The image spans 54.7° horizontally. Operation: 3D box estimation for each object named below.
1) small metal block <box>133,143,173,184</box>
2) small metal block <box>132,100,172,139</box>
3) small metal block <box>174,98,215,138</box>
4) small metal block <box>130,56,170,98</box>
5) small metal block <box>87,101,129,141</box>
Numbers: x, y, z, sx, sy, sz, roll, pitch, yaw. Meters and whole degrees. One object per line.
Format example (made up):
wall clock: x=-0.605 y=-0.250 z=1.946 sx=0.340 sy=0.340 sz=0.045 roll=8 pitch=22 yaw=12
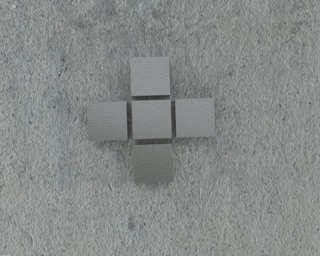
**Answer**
small metal block: x=-0.009 y=0.046 z=0.411 sx=0.050 sy=0.025 sz=0.050 roll=-2 pitch=90 yaw=-1
small metal block: x=-0.011 y=-0.011 z=0.411 sx=0.050 sy=0.025 sz=0.050 roll=-2 pitch=90 yaw=-1
small metal block: x=0.045 y=-0.013 z=0.412 sx=0.050 sy=0.025 sz=0.050 roll=-2 pitch=90 yaw=-1
small metal block: x=-0.013 y=-0.067 z=0.411 sx=0.050 sy=0.025 sz=0.050 roll=-2 pitch=90 yaw=-1
small metal block: x=-0.068 y=-0.009 z=0.410 sx=0.050 sy=0.025 sz=0.050 roll=-2 pitch=90 yaw=-1
